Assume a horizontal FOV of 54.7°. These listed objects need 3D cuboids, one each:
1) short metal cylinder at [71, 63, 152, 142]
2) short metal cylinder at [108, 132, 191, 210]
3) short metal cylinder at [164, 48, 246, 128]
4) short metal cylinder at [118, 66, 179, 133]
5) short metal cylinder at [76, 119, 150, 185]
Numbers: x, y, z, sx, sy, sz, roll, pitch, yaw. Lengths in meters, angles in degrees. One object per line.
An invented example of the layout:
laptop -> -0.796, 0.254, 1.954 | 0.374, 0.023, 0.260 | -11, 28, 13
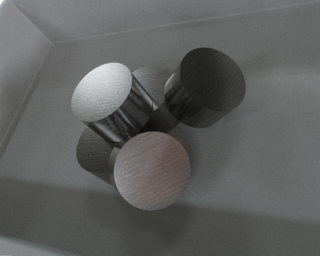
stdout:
short metal cylinder -> -0.056, -0.030, 0.368 | 0.080, 0.050, 0.080 | -13, 56, 20
short metal cylinder -> -0.013, 0.044, 0.338 | 0.080, 0.080, 0.050 | -55, 12, -11
short metal cylinder -> 0.051, -0.046, 0.361 | 0.081, 0.050, 0.080 | 8, 66, -17
short metal cylinder -> -0.013, -0.036, 0.414 | 0.080, 0.050, 0.080 | -13, 56, 20
short metal cylinder -> -0.059, 0.029, 0.400 | 0.080, 0.050, 0.080 | -13, 56, 20
